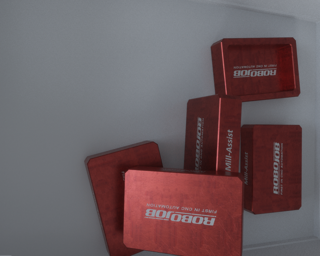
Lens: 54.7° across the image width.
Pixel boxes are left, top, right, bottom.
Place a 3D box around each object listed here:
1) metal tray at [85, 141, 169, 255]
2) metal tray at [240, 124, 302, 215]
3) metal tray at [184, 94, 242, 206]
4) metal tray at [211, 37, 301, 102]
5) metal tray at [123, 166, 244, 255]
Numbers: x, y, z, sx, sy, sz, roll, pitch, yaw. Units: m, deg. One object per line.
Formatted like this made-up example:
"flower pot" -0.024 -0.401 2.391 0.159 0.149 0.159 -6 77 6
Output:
"metal tray" -0.036 0.089 0.395 0.091 0.030 0.129 -15 95 -20
"metal tray" 0.169 0.060 0.470 0.091 0.030 0.129 0 90 -20
"metal tray" 0.064 0.026 0.399 0.030 0.090 0.129 3 89 -20
"metal tray" 0.144 -0.085 0.460 0.131 0.030 0.089 -7 93 -20
"metal tray" 0.025 0.092 0.346 0.130 0.030 0.089 1 90 17
